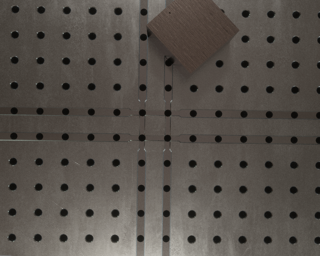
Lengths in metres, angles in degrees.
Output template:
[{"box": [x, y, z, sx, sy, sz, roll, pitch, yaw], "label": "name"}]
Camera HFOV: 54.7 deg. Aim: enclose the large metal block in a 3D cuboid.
[{"box": [0.040, -0.122, 0.401, 0.080, 0.050, 0.080, -42, 91, 0], "label": "large metal block"}]
